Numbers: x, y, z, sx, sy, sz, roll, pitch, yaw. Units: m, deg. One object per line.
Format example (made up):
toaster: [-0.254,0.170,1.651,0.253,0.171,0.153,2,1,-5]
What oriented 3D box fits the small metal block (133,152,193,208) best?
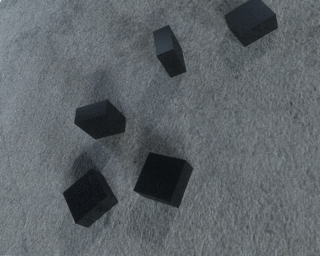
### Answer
small metal block: [0.004,0.060,0.364,0.050,0.025,0.050,10,66,32]

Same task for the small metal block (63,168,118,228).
small metal block: [-0.089,0.089,0.395,0.050,0.025,0.050,-40,51,0]

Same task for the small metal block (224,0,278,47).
small metal block: [0.125,-0.147,0.428,0.050,0.025,0.050,-30,52,9]

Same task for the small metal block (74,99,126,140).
small metal block: [-0.083,-0.011,0.436,0.050,0.050,0.025,-14,56,20]

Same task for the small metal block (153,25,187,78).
small metal block: [0.014,-0.110,0.447,0.025,0.050,0.050,-19,55,17]
